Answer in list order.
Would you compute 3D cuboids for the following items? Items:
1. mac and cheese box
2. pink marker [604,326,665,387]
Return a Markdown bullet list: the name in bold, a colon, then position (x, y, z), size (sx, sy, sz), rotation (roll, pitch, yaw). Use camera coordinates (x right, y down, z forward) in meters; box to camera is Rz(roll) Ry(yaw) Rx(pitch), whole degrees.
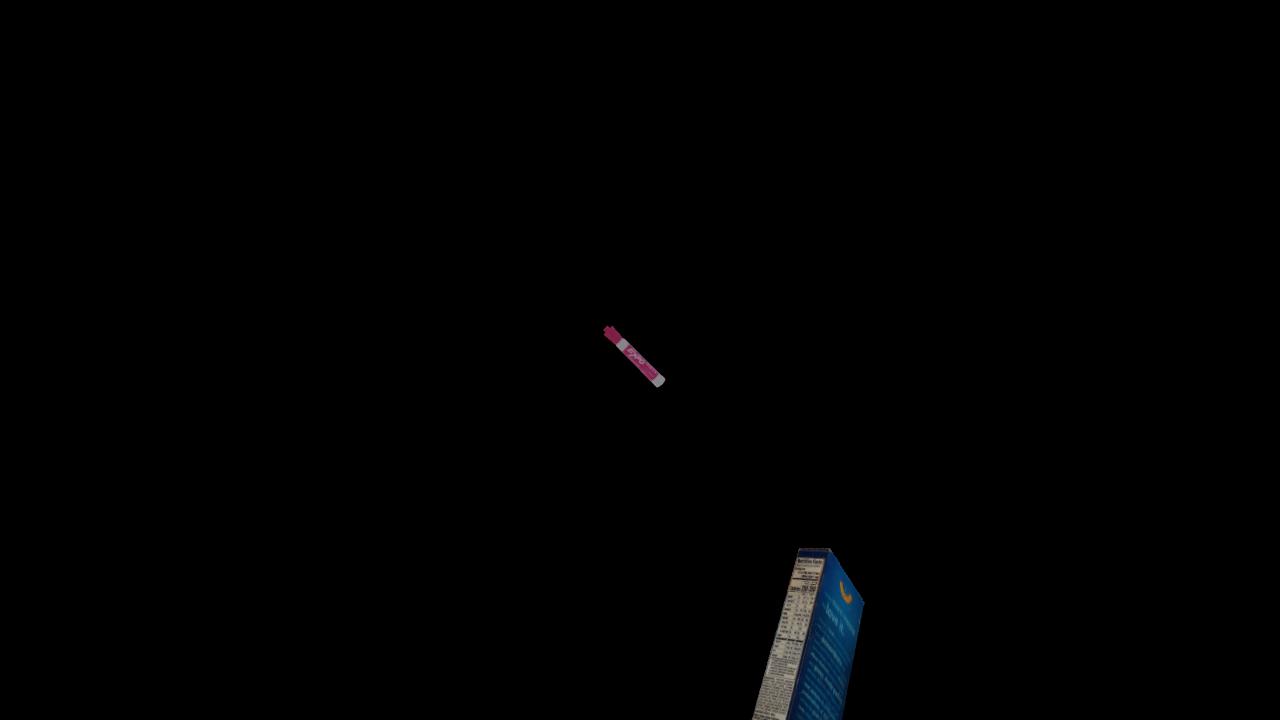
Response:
- **mac and cheese box**: position (0.157, 0.277, 0.562), size (0.041, 0.093, 0.184), rotation (-14, 32, 40)
- **pink marker**: position (-0.009, -0.006, 0.920), size (0.121, 0.020, 0.020), rotation (45, -13, -13)
